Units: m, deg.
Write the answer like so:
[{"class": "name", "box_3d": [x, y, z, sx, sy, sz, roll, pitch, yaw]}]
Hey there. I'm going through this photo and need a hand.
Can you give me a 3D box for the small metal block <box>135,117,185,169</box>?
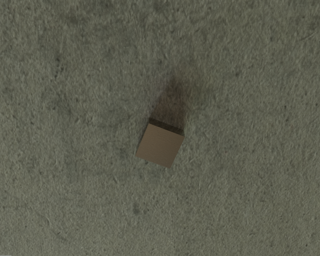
[{"class": "small metal block", "box_3d": [0.000, 0.020, 0.417, 0.050, 0.025, 0.050, 21, 109, -8]}]
